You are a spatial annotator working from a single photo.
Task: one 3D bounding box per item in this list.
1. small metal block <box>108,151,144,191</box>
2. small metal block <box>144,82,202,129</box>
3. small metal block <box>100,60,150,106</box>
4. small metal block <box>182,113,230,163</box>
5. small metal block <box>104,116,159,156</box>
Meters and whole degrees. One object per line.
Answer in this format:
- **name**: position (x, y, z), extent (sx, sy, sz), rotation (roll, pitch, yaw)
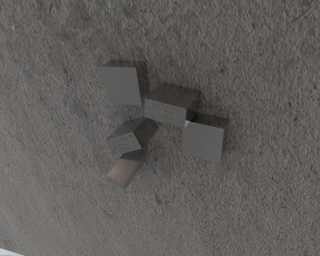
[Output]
- **small metal block**: position (-0.047, 0.058, 0.439), extent (0.025, 0.050, 0.050), rotation (32, 161, 7)
- **small metal block**: position (0.016, -0.028, 0.365), extent (0.050, 0.050, 0.025), rotation (16, 125, 19)
- **small metal block**: position (-0.043, -0.058, 0.394), extent (0.050, 0.025, 0.050), rotation (7, 122, 24)
- **small metal block**: position (0.056, 0.011, 0.384), extent (0.050, 0.025, 0.050), rotation (13, 124, 21)
- **small metal block**: position (-0.037, 0.009, 0.416), extent (0.050, 0.050, 0.025), rotation (-16, 110, 34)
